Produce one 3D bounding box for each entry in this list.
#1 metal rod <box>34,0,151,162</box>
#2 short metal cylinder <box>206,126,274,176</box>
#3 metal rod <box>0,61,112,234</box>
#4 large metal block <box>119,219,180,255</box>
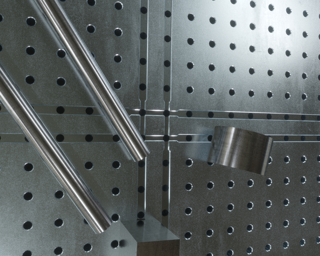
[{"bbox_3d":[-0.098,-0.089,0.376,0.025,0.025,0.299,-34,101,-17],"label":"metal rod"},{"bbox_3d":[0.109,0.032,0.425,0.081,0.080,0.050,16,85,-20],"label":"short metal cylinder"},{"bbox_3d":[-0.147,-0.001,0.358,0.025,0.025,0.299,-35,102,-17],"label":"metal rod"},{"bbox_3d":[-0.017,0.164,0.378,0.050,0.080,0.079,3,89,-20],"label":"large metal block"}]
